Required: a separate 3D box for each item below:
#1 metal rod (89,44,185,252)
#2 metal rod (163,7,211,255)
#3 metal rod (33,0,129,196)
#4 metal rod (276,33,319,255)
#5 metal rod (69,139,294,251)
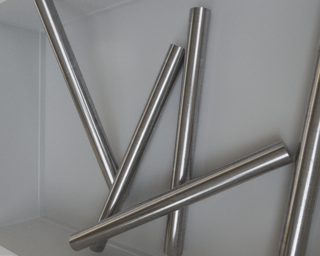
[{"bbox_3d":[-0.033,0.034,0.413,0.025,0.025,0.298,31,103,35],"label":"metal rod"},{"bbox_3d":[0.032,0.009,0.378,0.025,0.025,0.298,10,96,39],"label":"metal rod"},{"bbox_3d":[-0.109,-0.038,0.438,0.025,0.025,0.298,-16,97,38],"label":"metal rod"},{"bbox_3d":[0.141,0.022,0.289,0.025,0.025,0.298,13,98,39],"label":"metal rod"},{"bbox_3d":[0.006,0.089,0.364,0.300,0.025,0.025,-29,72,24],"label":"metal rod"}]
